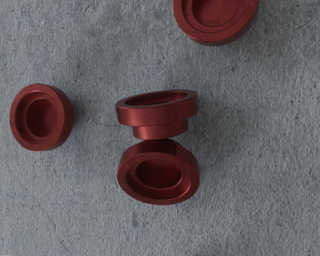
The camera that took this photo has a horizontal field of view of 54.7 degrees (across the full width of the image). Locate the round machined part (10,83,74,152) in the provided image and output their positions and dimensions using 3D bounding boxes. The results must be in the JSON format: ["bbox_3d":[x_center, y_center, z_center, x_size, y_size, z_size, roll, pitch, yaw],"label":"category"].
[{"bbox_3d":[-0.169,-0.015,0.460,0.098,0.042,0.097,0,90,20],"label":"round machined part"}]

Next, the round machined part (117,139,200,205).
[{"bbox_3d":[-0.001,0.049,0.382,0.099,0.042,0.097,3,131,4],"label":"round machined part"}]

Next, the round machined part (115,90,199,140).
[{"bbox_3d":[-0.002,-0.016,0.374,0.098,0.098,0.042,-2,107,20],"label":"round machined part"}]

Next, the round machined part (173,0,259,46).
[{"bbox_3d":[0.069,-0.147,0.376,0.098,0.042,0.097,0,90,20],"label":"round machined part"}]
